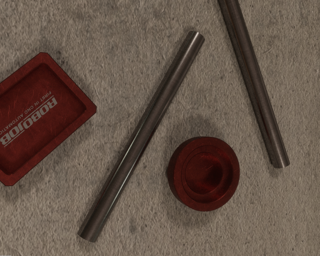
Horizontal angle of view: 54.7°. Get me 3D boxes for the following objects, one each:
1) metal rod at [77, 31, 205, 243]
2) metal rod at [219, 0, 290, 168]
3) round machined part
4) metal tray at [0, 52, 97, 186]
[{"bbox_3d":[-0.019,0.003,0.402,0.025,0.025,0.299,32,79,-18],"label":"metal rod"},{"bbox_3d":[0.137,-0.081,0.461,0.025,0.025,0.298,-23,98,-19],"label":"metal rod"},{"bbox_3d":[0.055,0.060,0.422,0.099,0.042,0.097,0,90,-21],"label":"round machined part"},{"bbox_3d":[-0.150,-0.011,0.351,0.130,0.030,0.090,-44,104,-15],"label":"metal tray"}]
